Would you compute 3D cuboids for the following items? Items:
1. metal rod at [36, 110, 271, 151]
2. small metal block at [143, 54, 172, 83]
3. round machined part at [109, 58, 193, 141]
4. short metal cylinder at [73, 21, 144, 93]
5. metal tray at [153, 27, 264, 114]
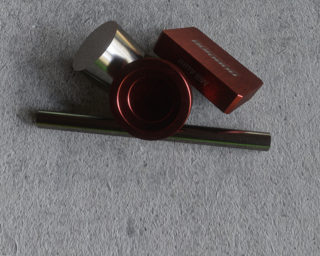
[{"bbox_3d":[-0.009,0.003,0.408,0.302,0.025,0.025,6,70,2],"label":"metal rod"},{"bbox_3d":[-0.001,-0.068,0.419,0.050,0.050,0.025,22,72,8],"label":"small metal block"},{"bbox_3d":[-0.009,-0.037,0.381,0.098,0.042,0.097,3,105,11],"label":"round machined part"},{"bbox_3d":[-0.068,-0.093,0.409,0.080,0.050,0.080,-25,45,29],"label":"short metal cylinder"},{"bbox_3d":[0.065,-0.081,0.410,0.130,0.030,0.091,44,37,14],"label":"metal tray"}]
